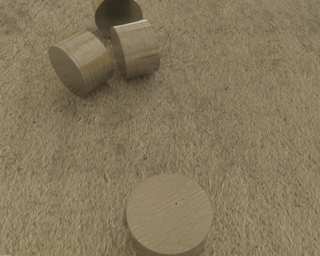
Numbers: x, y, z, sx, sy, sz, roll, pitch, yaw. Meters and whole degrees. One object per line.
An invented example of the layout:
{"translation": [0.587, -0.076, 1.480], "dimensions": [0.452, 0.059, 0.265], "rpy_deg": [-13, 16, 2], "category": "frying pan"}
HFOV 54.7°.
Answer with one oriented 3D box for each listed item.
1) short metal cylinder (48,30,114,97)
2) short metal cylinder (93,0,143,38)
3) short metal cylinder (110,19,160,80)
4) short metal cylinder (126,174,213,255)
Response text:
{"translation": [-0.112, -0.092, 0.444], "dimensions": [0.080, 0.080, 0.050], "rpy_deg": [34, 58, 25], "category": "short metal cylinder"}
{"translation": [-0.075, -0.203, 0.538], "dimensions": [0.081, 0.080, 0.050], "rpy_deg": [-10, 51, -9], "category": "short metal cylinder"}
{"translation": [-0.038, -0.118, 0.466], "dimensions": [0.050, 0.080, 0.080], "rpy_deg": [-17, 52, -14], "category": "short metal cylinder"}
{"translation": [0.009, 0.093, 0.309], "dimensions": [0.080, 0.050, 0.080], "rpy_deg": [0, 50, 0], "category": "short metal cylinder"}
